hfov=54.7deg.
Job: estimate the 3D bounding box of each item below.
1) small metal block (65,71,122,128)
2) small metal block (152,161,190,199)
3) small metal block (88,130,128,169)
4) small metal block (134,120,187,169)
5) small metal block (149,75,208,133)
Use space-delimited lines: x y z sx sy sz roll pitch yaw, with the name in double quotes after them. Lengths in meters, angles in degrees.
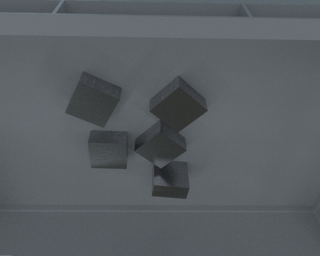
-0.081 -0.034 0.379 0.050 0.025 0.050 23 126 -19 "small metal block"
0.015 0.075 0.457 0.050 0.050 0.025 6 130 -6 "small metal block"
-0.071 0.031 0.434 0.050 0.025 0.050 2 130 -2 "small metal block"
0.001 0.023 0.429 0.050 0.025 0.050 37 121 -27 "small metal block"
0.023 -0.029 0.385 0.050 0.025 0.050 37 121 -27 "small metal block"
